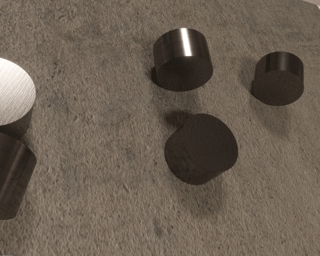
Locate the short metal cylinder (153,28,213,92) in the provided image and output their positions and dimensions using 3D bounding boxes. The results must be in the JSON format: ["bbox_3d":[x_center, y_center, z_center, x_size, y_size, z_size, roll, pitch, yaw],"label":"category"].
[{"bbox_3d":[0.032,-0.096,0.446,0.081,0.080,0.050,8,59,-25],"label":"short metal cylinder"}]

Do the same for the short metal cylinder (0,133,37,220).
[{"bbox_3d":[-0.154,0.040,0.262,0.080,0.080,0.050,20,54,-17],"label":"short metal cylinder"}]

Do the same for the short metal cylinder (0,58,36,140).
[{"bbox_3d":[-0.171,-0.025,0.311,0.081,0.050,0.080,14,56,-21],"label":"short metal cylinder"}]

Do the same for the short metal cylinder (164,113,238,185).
[{"bbox_3d":[0.053,0.028,0.401,0.081,0.050,0.080,14,56,-21],"label":"short metal cylinder"}]

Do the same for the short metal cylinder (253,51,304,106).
[{"bbox_3d":[0.203,-0.084,0.532,0.080,0.080,0.050,28,52,-11],"label":"short metal cylinder"}]
